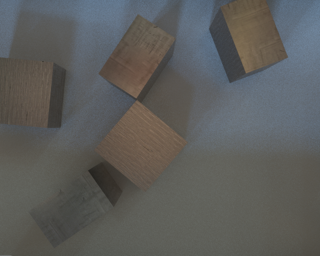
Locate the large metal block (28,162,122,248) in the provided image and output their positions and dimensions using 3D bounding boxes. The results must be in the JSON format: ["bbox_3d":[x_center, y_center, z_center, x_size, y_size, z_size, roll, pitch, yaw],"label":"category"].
[{"bbox_3d":[-0.099,0.090,0.383,0.080,0.080,0.050,-35,90,0],"label":"large metal block"}]

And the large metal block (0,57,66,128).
[{"bbox_3d":[-0.172,-0.043,0.397,0.080,0.050,0.080,5,90,0],"label":"large metal block"}]

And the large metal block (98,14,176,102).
[{"bbox_3d":[-0.025,-0.080,0.383,0.050,0.080,0.080,33,90,0],"label":"large metal block"}]

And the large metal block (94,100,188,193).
[{"bbox_3d":[-0.023,0.022,0.399,0.080,0.050,0.080,40,90,0],"label":"large metal block"}]

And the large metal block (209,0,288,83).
[{"bbox_3d":[0.105,-0.107,0.384,0.050,0.080,0.080,-21,90,0],"label":"large metal block"}]
